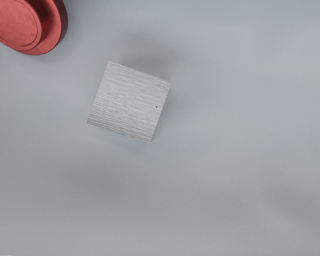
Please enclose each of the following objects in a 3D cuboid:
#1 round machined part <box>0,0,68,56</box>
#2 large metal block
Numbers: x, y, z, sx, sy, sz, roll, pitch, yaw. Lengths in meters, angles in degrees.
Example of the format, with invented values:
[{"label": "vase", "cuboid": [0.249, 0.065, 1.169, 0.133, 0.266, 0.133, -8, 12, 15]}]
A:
[{"label": "round machined part", "cuboid": [-0.167, -0.133, 0.376, 0.099, 0.042, 0.097, 4, 127, 6]}, {"label": "large metal block", "cuboid": [-0.037, -0.031, 0.398, 0.080, 0.050, 0.080, 19, 90, -1]}]
